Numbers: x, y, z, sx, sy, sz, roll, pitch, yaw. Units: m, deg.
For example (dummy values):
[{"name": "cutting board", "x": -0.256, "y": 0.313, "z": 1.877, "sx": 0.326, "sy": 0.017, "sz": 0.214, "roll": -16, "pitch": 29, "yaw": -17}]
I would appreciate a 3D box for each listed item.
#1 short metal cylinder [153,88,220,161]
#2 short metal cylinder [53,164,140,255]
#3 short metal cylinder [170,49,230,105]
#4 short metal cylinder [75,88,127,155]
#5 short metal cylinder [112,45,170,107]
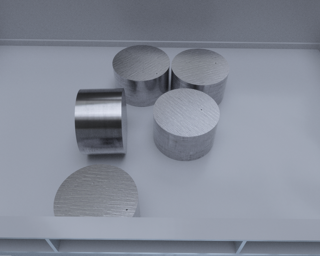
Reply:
[{"name": "short metal cylinder", "x": 0.032, "y": -0.005, "z": 0.393, "sx": 0.081, "sy": 0.050, "sz": 0.080, "roll": 0, "pitch": 50, "yaw": 0}, {"name": "short metal cylinder", "x": -0.061, "y": 0.084, "z": 0.317, "sx": 0.081, "sy": 0.050, "sz": 0.080, "roll": 0, "pitch": 50, "yaw": 0}, {"name": "short metal cylinder", "x": 0.056, "y": -0.070, "z": 0.449, "sx": 0.081, "sy": 0.050, "sz": 0.080, "roll": 0, "pitch": 50, "yaw": 0}, {"name": "short metal cylinder", "x": -0.068, "y": -0.008, "z": 0.375, "sx": 0.050, "sy": 0.080, "sz": 0.080, "roll": -2, "pitch": 50, "yaw": -2}, {"name": "short metal cylinder", "x": -0.026, "y": -0.077, "z": 0.453, "sx": 0.081, "sy": 0.050, "sz": 0.080, "roll": 0, "pitch": 50, "yaw": 0}]
